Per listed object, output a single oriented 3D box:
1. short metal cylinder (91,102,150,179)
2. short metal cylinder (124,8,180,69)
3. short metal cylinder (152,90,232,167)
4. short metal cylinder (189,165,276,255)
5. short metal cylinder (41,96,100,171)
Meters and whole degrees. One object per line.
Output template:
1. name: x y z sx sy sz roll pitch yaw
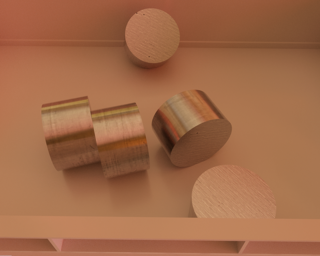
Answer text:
1. short metal cylinder: -0.046 0.014 0.357 0.050 0.080 0.080 -12 51 -10
2. short metal cylinder: -0.014 -0.135 0.476 0.081 0.050 0.079 0 91 -9
3. short metal cylinder: 0.037 0.001 0.368 0.081 0.080 0.050 -20 53 -16
4. short metal cylinder: 0.071 0.085 0.318 0.080 0.050 0.080 0 50 0
5. short metal cylinder: -0.102 0.006 0.364 0.050 0.080 0.080 -12 51 -10
